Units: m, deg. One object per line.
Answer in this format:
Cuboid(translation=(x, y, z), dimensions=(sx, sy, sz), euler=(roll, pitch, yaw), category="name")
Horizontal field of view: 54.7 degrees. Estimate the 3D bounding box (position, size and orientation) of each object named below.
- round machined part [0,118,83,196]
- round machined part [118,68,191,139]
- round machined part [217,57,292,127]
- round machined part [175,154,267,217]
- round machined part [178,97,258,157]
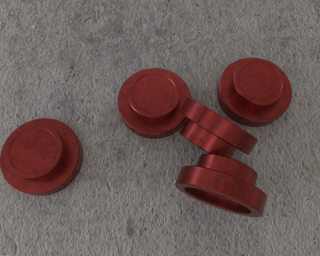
Cuboid(translation=(-0.150, 0.033, 0.386), dimensions=(0.099, 0.042, 0.098), euler=(0, 70, 0), category="round machined part")
Cuboid(translation=(-0.007, -0.038, 0.413), dimensions=(0.099, 0.042, 0.098), euler=(0, 70, 0), category="round machined part")
Cuboid(translation=(0.130, -0.054, 0.420), dimensions=(0.099, 0.042, 0.098), euler=(0, 70, 0), category="round machined part")
Cuboid(translation=(0.070, 0.062, 0.347), dimensions=(0.098, 0.098, 0.042), euler=(20, 72, 7), category="round machined part")
Cuboid(translation=(0.063, 0.006, 0.371), dimensions=(0.098, 0.098, 0.042), euler=(33, 95, 11), category="round machined part")
